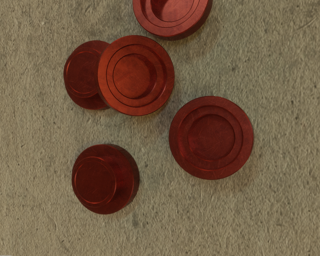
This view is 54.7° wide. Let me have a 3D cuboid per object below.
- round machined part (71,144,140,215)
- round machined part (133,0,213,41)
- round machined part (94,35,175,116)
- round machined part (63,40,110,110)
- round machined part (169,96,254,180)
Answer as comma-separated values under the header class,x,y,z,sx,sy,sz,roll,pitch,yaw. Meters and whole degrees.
class,x,y,z,sx,sy,sz,roll,pitch,yaw
round machined part,-0.081,0.071,0.429,0.098,0.042,0.097,0,90,20
round machined part,0.018,-0.159,0.393,0.098,0.042,0.097,0,90,20
round machined part,-0.035,-0.065,0.394,0.099,0.042,0.097,-2,97,-21
round machined part,-0.094,-0.074,0.433,0.098,0.042,0.097,0,90,20
round machined part,0.064,0.011,0.377,0.098,0.042,0.097,0,90,20
